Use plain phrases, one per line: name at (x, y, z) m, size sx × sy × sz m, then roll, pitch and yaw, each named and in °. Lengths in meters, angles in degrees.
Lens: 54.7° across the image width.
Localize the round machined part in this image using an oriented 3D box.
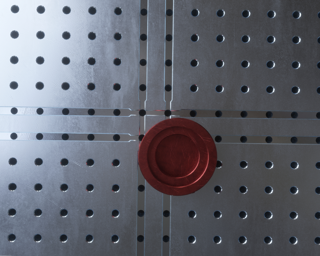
round machined part at (0.022, 0.036, 0.405) m, size 0.099 × 0.042 × 0.097 m, roll 0°, pitch 90°, yaw -1°
